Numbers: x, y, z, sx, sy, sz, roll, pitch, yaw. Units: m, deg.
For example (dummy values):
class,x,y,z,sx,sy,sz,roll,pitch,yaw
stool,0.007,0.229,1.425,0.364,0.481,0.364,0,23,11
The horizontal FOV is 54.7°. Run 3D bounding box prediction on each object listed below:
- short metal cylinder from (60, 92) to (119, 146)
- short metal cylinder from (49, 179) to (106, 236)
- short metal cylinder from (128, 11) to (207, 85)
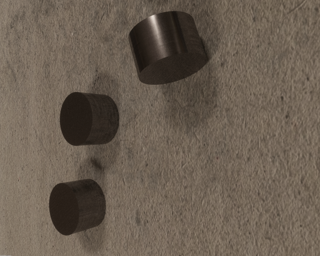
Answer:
class,x,y,z,sx,sy,sz,roll,pitch,yaw
short metal cylinder,-0.109,-0.013,0.476,0.080,0.050,0.079,0,90,39
short metal cylinder,-0.133,0.125,0.495,0.080,0.050,0.079,0,90,39
short metal cylinder,0.008,-0.090,0.361,0.080,0.081,0.050,-24,75,37
